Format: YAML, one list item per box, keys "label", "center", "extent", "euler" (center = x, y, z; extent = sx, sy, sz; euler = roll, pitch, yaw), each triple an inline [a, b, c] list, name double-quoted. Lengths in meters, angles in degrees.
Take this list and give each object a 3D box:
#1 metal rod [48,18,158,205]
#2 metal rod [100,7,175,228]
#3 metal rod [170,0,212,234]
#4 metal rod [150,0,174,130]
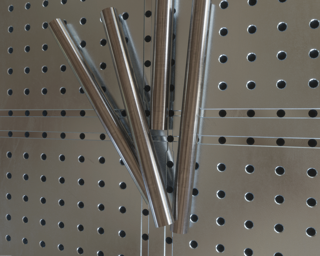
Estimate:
- label: "metal rod"
  center: [-0.082, -0.030, 0.442]
  extent: [0.025, 0.025, 0.299]
  euler: [-34, 79, 17]
- label: "metal rod"
  center: [-0.033, -0.022, 0.412]
  extent: [0.025, 0.025, 0.299]
  euler: [-19, 79, 19]
- label: "metal rod"
  center: [0.039, -0.015, 0.398]
  extent: [0.025, 0.025, 0.298]
  euler: [6, 92, 20]
- label: "metal rod"
  center: [0.005, -0.147, 0.411]
  extent: [0.025, 0.025, 0.298]
  euler: [3, 91, 20]
